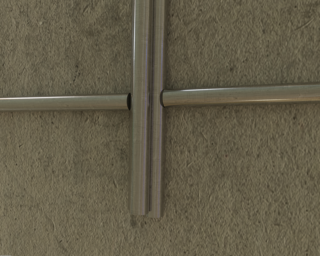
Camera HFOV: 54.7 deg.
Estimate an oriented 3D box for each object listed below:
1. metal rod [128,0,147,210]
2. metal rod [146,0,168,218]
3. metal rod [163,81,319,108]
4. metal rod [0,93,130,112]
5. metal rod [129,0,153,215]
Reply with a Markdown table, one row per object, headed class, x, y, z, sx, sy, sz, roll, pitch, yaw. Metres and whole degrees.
| class | x | y | z | sx | sy | sz | roll | pitch | yaw |
| --- | --- | --- | --- | --- | --- | --- | --- | --- | --- |
| metal rod | -0.028 | -0.039 | 0.420 | 0.025 | 0.025 | 0.298 | 1 | 90 | 19 |
| metal rod | -0.004 | -0.033 | 0.412 | 0.025 | 0.025 | 0.298 | 1 | 90 | 19 |
| metal rod | 0.150 | -0.040 | 0.357 | 0.301 | 0.025 | 0.025 | 0 | 90 | 19 |
| metal rod | -0.182 | -0.037 | 0.472 | 0.301 | 0.025 | 0.025 | 1 | 90 | 19 |
| metal rod | -0.024 | -0.041 | 0.396 | 0.025 | 0.025 | 0.298 | 1 | 90 | 19 |
